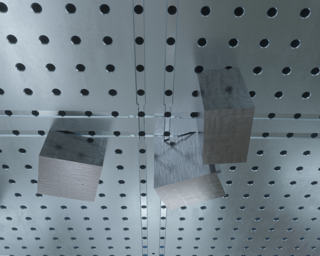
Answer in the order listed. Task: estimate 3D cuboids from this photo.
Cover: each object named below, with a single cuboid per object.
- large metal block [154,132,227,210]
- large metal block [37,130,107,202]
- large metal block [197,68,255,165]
[{"bbox_3d":[0.039,0.056,0.424,0.080,0.080,0.050,-17,128,14],"label":"large metal block"},{"bbox_3d":[-0.125,0.056,0.441,0.081,0.050,0.079,12,129,-11],"label":"large metal block"},{"bbox_3d":[0.072,-0.015,0.364,0.050,0.080,0.079,-3,130,2],"label":"large metal block"}]
